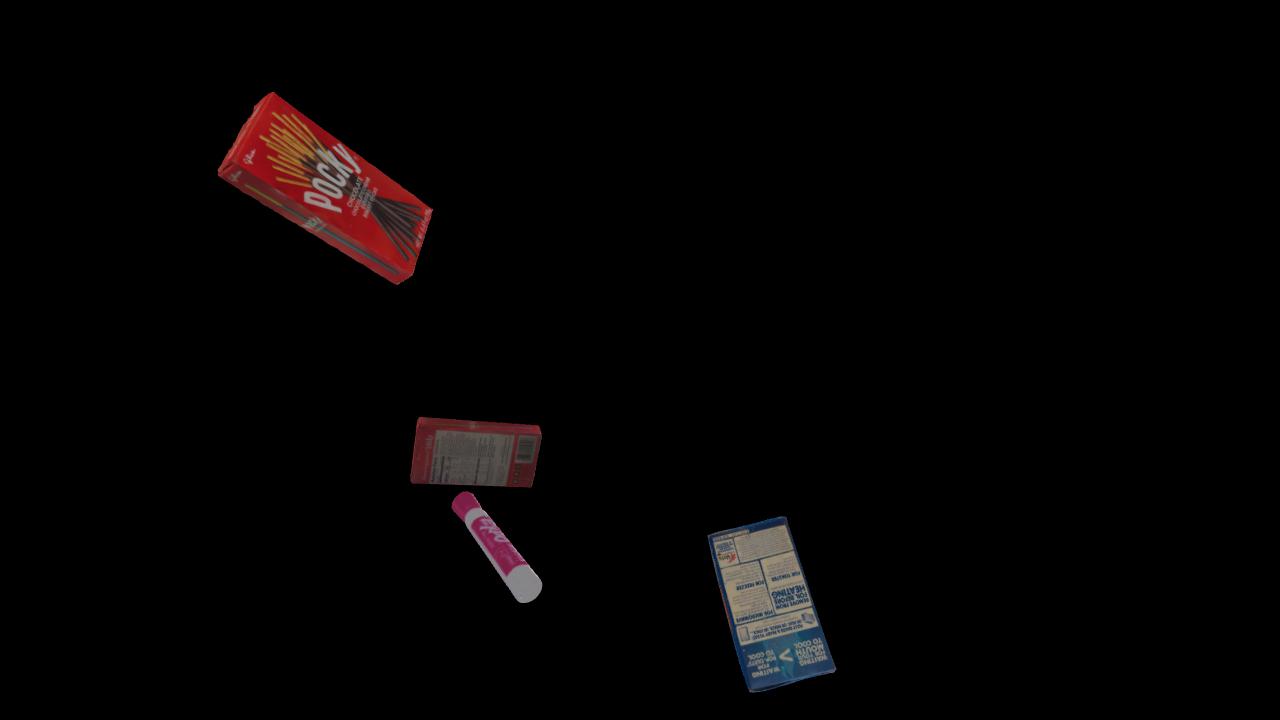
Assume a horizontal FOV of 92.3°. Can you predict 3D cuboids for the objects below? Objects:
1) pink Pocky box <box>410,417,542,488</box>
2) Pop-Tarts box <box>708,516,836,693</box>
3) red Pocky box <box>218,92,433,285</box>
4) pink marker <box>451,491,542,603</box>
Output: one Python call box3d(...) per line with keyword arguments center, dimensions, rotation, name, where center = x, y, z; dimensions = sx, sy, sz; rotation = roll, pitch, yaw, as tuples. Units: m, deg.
box3d(center=(-0.210, 0.120, 0.792), dimensions=(0.155, 0.084, 0.029), rotation=(6, 21, -20), name="pink Pocky box")
box3d(center=(0.129, 0.253, 0.637), dimensions=(0.083, 0.141, 0.167), rotation=(-16, -26, 2), name="Pop-Tarts box")
box3d(center=(-0.249, -0.136, 0.508), dimensions=(0.028, 0.083, 0.155), rotation=(-19, -38, 32), name="red Pocky box")
box3d(center=(-0.105, 0.127, 0.432), dimensions=(0.020, 0.020, 0.121), rotation=(0, 18, -38), name="pink marker")
